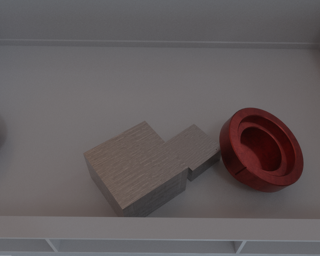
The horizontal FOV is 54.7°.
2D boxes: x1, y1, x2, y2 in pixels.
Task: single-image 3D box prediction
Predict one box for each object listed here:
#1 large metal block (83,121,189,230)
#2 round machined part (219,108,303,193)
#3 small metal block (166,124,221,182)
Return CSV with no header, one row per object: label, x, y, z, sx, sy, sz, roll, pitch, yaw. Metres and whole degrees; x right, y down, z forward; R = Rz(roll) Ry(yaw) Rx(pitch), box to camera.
large metal block,-0.027,0.050,0.347,0.081,0.050,0.080,-29,56,-23
round machined part,0.111,0.028,0.357,0.099,0.042,0.098,13,55,-19
small metal block,0.040,0.029,0.381,0.050,0.025,0.050,-32,57,-25
